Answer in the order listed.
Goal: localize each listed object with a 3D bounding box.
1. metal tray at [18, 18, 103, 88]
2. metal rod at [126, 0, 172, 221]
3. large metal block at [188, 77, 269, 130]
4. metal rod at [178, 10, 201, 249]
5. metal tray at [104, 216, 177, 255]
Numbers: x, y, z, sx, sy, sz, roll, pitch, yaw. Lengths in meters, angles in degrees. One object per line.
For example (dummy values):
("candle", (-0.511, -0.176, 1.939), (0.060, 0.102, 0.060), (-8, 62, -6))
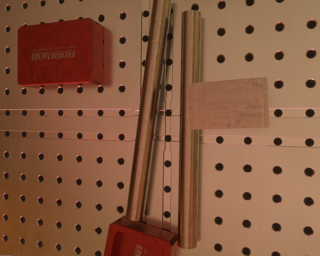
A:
("metal tray", (-0.150, -0.108, 0.461), (0.130, 0.030, 0.089), (0, 90, 19))
("metal rod", (-0.015, -0.025, 0.416), (0.025, 0.025, 0.298), (8, 93, 19))
("large metal block", (0.082, -0.024, 0.354), (0.080, 0.080, 0.050), (-2, 90, 19))
("metal rod", (0.038, 0.002, 0.398), (0.025, 0.025, 0.298), (1, 90, 19))
("metal tray", (-0.033, 0.198, 0.420), (0.090, 0.030, 0.129), (12, 94, 19))
